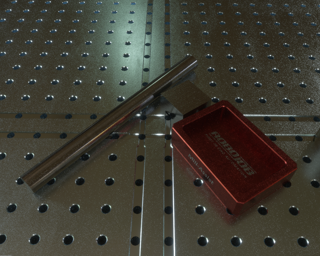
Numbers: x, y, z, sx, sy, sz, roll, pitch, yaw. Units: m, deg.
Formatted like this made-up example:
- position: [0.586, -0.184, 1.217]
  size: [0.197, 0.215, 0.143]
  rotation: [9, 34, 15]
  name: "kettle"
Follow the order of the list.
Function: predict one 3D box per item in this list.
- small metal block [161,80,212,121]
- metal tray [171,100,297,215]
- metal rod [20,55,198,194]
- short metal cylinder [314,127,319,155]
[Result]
- position: [0.036, -0.036, 0.438]
  size: [0.050, 0.025, 0.050]
  rotation: [-29, 56, -23]
  name: "small metal block"
- position: [0.086, 0.029, 0.380]
  size: [0.091, 0.030, 0.130]
  rotation: [-26, 55, -21]
  name: "metal tray"
- position: [-0.050, -0.020, 0.423]
  size: [0.025, 0.025, 0.302]
  rotation: [35, 58, 25]
  name: "metal rod"
- position: [0.244, 0.010, 0.386]
  size: [0.081, 0.050, 0.080]
  rotation: [0, 50, 0]
  name: "short metal cylinder"
